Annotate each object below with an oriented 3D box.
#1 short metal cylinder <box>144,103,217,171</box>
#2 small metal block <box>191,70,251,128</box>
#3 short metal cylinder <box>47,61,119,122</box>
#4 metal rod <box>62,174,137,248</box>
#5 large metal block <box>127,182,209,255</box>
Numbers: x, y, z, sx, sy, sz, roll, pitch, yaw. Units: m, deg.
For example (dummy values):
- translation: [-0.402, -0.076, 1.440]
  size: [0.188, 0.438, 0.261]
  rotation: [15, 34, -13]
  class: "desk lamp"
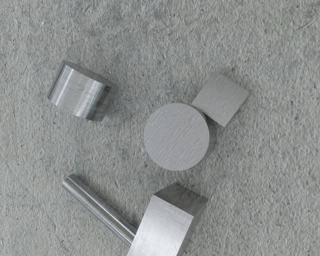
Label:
- translation: [0.027, 0.010, 0.386]
  size: [0.080, 0.050, 0.080]
  rotation: [0, 90, 20]
  class: "short metal cylinder"
- translation: [0.076, -0.035, 0.382]
  size: [0.050, 0.025, 0.050]
  rotation: [37, 102, 16]
  class: "small metal block"
- translation: [-0.103, -0.050, 0.416]
  size: [0.080, 0.080, 0.050]
  rotation: [31, 100, 17]
  class: "short metal cylinder"
- translation: [-0.019, 0.163, 0.415]
  size: [0.300, 0.025, 0.025]
  rotation: [36, 102, 16]
  class: "metal rod"
- translation: [0.013, 0.119, 0.375]
  size: [0.050, 0.080, 0.080]
  rotation: [25, 98, 18]
  class: "large metal block"
